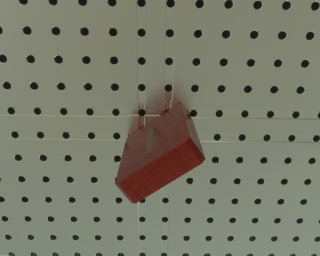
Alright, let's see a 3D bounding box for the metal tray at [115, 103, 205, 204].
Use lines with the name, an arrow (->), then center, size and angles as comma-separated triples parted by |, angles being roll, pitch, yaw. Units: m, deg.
metal tray -> -0.001, 0.023, 0.366 | 0.090, 0.130, 0.030 | -33, 107, 11
